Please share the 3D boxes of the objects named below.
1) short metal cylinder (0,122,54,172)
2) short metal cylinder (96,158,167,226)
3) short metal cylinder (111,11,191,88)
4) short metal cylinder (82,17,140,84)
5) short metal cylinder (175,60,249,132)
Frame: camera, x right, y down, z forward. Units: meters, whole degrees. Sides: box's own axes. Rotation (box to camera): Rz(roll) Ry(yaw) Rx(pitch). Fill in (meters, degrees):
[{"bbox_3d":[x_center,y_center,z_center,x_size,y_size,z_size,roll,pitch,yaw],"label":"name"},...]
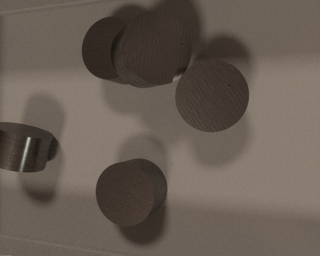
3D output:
[{"bbox_3d":[-0.203,0.027,0.451,0.080,0.080,0.050,18,96,18],"label":"short metal cylinder"},{"bbox_3d":[-0.036,0.082,0.409,0.080,0.050,0.079,0,90,19],"label":"short metal cylinder"},{"bbox_3d":[-0.011,-0.088,0.359,0.081,0.050,0.079,-1,93,-24],"label":"short metal cylinder"},{"bbox_3d":[-0.056,-0.101,0.416,0.080,0.050,0.079,0,90,19],"label":"short metal cylinder"},{"bbox_3d":[0.059,-0.039,0.364,0.080,0.050,0.079,1,100,4],"label":"short metal cylinder"}]
